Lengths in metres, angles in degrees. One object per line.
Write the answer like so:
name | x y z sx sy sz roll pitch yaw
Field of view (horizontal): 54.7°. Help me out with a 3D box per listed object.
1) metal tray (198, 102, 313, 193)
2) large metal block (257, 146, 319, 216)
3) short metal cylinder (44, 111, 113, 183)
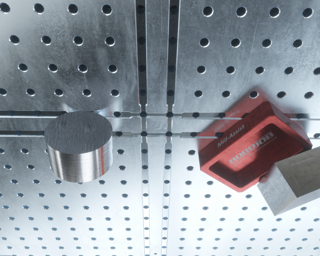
metal tray | 0.130 0.033 0.436 0.090 0.030 0.129 32 123 -25
large metal block | 0.193 0.074 0.429 0.081 0.050 0.080 -18 151 -12
short metal cylinder | -0.101 0.022 0.393 0.081 0.080 0.050 4 130 -3
